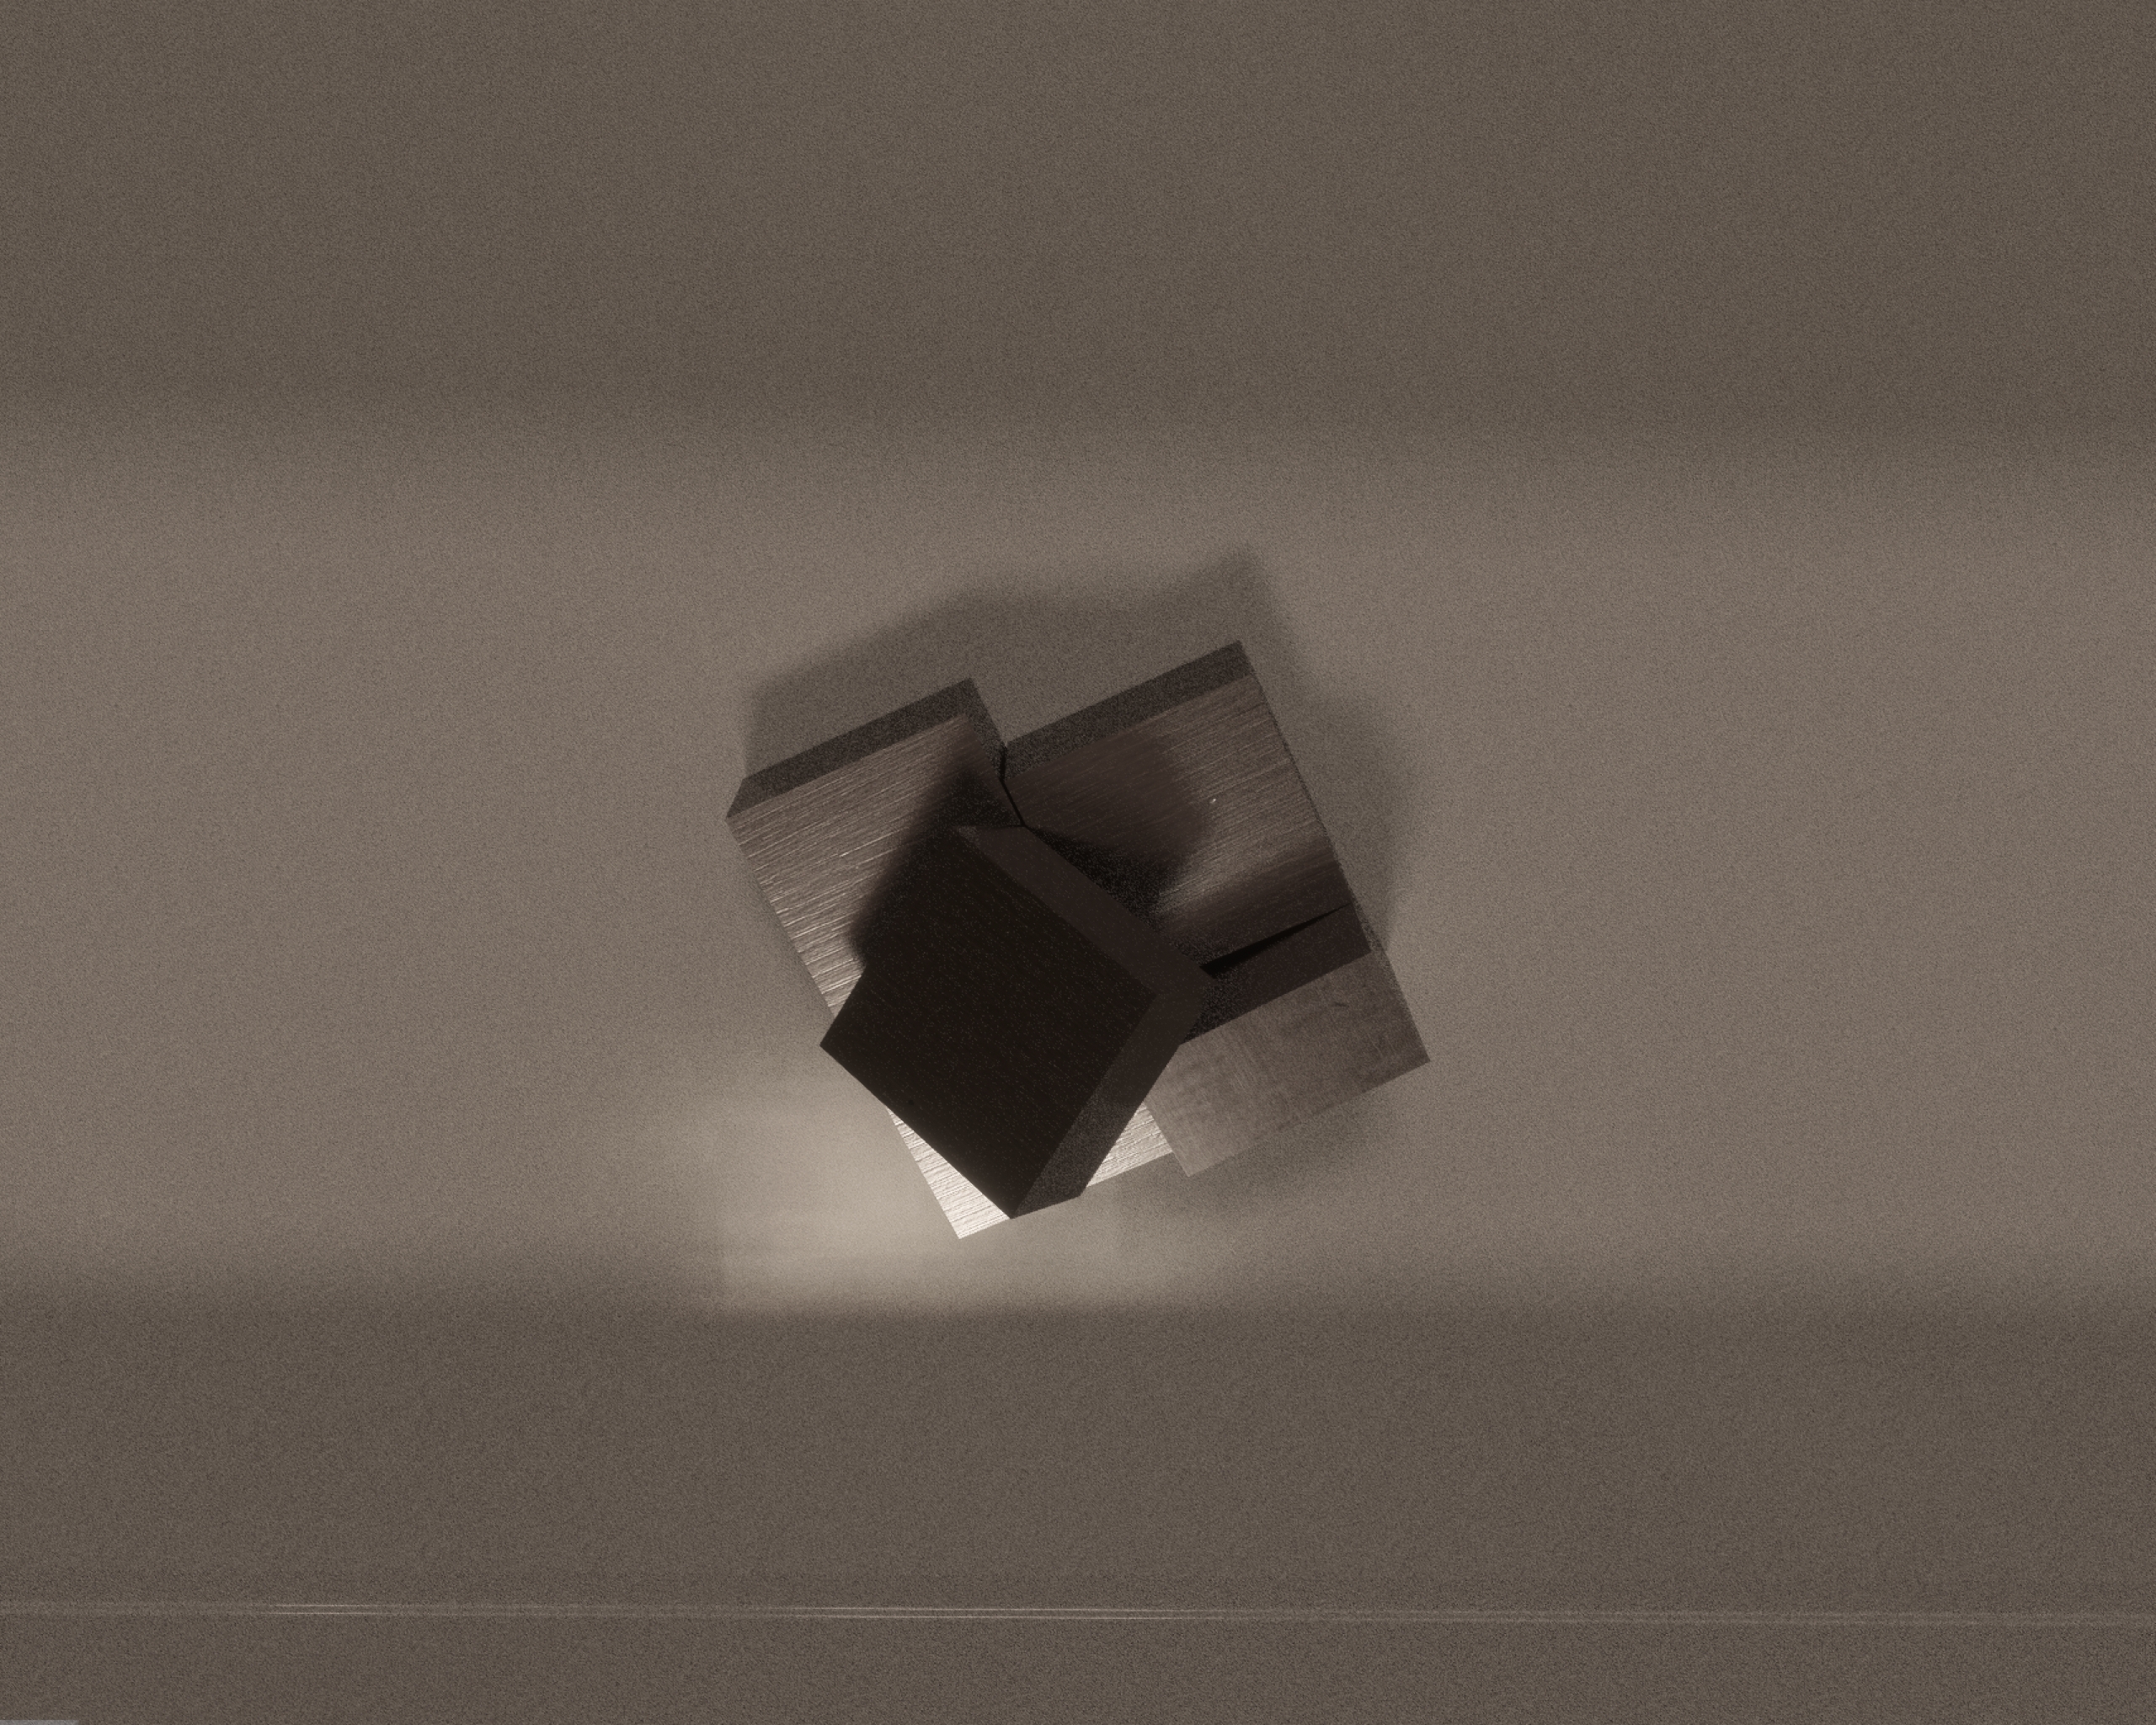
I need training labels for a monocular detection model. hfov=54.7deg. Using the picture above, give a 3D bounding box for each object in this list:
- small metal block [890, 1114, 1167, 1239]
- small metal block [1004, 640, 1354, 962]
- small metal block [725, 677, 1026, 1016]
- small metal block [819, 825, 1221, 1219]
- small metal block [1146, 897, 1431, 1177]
[{"bbox_3d":[-0.012,0.041,0.425,0.050,0.025,0.050,-24,109,8],"label":"small metal block"},{"bbox_3d":[0.020,-0.008,0.407,0.050,0.025,0.050,-24,109,8],"label":"small metal block"},{"bbox_3d":[-0.033,-0.001,0.409,0.050,0.025,0.050,-24,109,8],"label":"small metal block"},{"bbox_3d":[-0.011,0.028,0.380,0.050,0.025,0.050,39,108,22],"label":"small metal block"},{"bbox_3d":[0.036,0.029,0.407,0.050,0.050,0.025,-27,108,8],"label":"small metal block"}]
